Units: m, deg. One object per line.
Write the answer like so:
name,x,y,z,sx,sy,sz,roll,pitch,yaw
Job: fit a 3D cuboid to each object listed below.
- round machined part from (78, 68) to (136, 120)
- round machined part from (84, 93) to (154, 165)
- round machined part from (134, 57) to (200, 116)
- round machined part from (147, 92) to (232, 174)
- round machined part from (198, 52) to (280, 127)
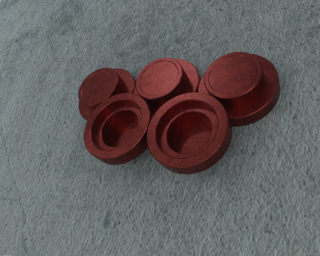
round machined part,-0.083,-0.052,0.468,0.098,0.042,0.098,-13,56,20
round machined part,-0.049,0.005,0.416,0.098,0.042,0.098,-13,56,20
round machined part,0.006,-0.057,0.425,0.098,0.042,0.098,-13,56,20
round machined part,0.037,0.010,0.368,0.098,0.042,0.098,-13,56,20
round machined part,0.093,-0.054,0.378,0.098,0.042,0.098,-13,56,20
